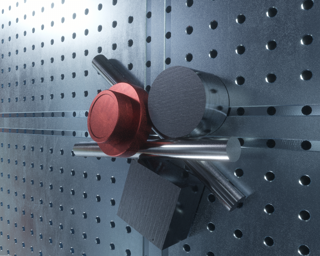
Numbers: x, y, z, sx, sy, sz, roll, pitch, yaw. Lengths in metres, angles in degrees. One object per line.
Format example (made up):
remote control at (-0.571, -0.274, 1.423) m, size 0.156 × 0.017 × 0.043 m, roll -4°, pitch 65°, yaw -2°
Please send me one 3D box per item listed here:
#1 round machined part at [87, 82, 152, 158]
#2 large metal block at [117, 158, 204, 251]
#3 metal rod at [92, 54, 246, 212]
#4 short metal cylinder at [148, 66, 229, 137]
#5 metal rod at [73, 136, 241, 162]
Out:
round machined part at (-0.057, -0.012, 0.400) m, size 0.098 × 0.042 × 0.098 m, roll -12°, pitch 73°, yaw 43°
large metal block at (-0.001, 0.089, 0.389) m, size 0.080 × 0.050 × 0.079 m, roll 25°, pitch 106°, yaw 37°
metal rod at (-0.005, -0.011, 0.412) m, size 0.300 × 0.025 × 0.025 m, roll 46°, pitch 117°, yaw 30°
short metal cylinder at (0.033, -0.029, 0.363) m, size 0.080 × 0.050 × 0.079 m, roll 0°, pitch 90°, yaw 39°
metal rod at (-0.031, 0.028, 0.409) m, size 0.300 × 0.025 × 0.025 m, roll -4°, pitch 88°, yaw 47°
